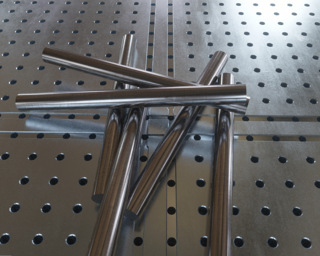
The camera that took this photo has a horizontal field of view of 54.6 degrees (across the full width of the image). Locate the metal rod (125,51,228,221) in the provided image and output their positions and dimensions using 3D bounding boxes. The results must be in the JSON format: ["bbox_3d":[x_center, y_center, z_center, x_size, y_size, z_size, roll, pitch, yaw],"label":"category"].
[{"bbox_3d":[0.033,-0.011,0.417,0.025,0.025,0.301,20,53,16],"label":"metal rod"}]

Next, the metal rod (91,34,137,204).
[{"bbox_3d":[-0.058,-0.036,0.437,0.025,0.025,0.300,2,50,1],"label":"metal rod"}]

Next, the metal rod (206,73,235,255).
[{"bbox_3d":[0.076,0.039,0.375,0.025,0.025,0.300,7,50,6],"label":"metal rod"}]

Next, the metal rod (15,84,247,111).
[{"bbox_3d":[-0.044,-0.038,0.402,0.301,0.025,0.025,-1,50,11],"label":"metal rod"}]

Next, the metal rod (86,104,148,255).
[{"bbox_3d":[-0.042,0.051,0.342,0.025,0.025,0.300,5,43,4],"label":"metal rod"}]

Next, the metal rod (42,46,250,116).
[{"bbox_3d":[-0.028,-0.069,0.431,0.301,0.025,0.025,16,52,13],"label":"metal rod"}]
